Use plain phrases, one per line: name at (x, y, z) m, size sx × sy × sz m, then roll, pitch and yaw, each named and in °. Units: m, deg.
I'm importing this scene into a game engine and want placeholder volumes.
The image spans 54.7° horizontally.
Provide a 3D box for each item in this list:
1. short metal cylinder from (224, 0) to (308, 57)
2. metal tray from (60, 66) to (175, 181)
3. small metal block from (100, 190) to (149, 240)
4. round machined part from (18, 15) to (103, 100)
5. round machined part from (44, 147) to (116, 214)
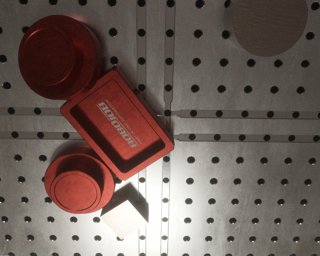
short metal cylinder at (0.118, -0.125, 0.355) m, size 0.081 × 0.050 × 0.079 m, roll 0°, pitch 111°, yaw -1°
metal tray at (-0.053, -0.004, 0.408) m, size 0.090 × 0.030 × 0.130 m, roll -34°, pitch 107°, yaw 11°
small metal block at (-0.052, 0.130, 0.461) m, size 0.050 × 0.025 × 0.050 m, roll -34°, pitch 107°, yaw 11°
round machined part at (-0.120, -0.081, 0.357) m, size 0.098 × 0.042 × 0.097 m, roll 1°, pitch 94°, yaw 10°
round machined part at (-0.112, 0.080, 0.432) m, size 0.099 × 0.042 × 0.097 m, roll 0°, pitch 110°, yaw -1°
